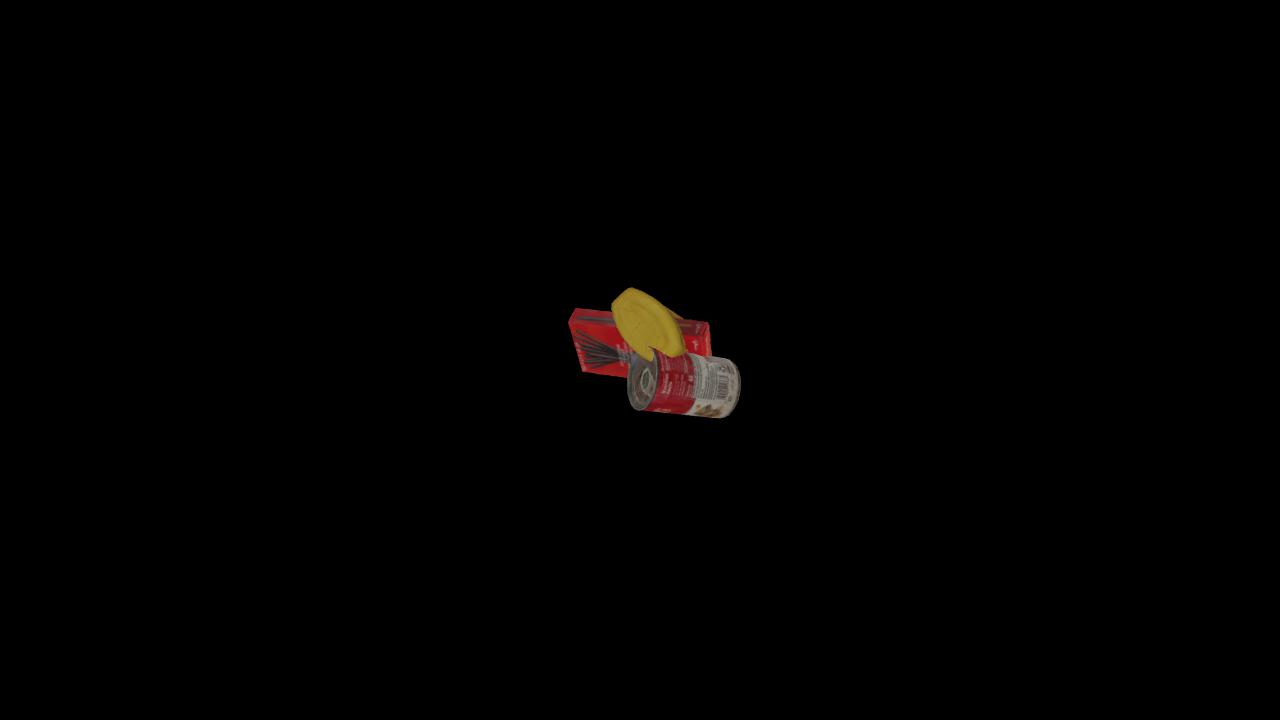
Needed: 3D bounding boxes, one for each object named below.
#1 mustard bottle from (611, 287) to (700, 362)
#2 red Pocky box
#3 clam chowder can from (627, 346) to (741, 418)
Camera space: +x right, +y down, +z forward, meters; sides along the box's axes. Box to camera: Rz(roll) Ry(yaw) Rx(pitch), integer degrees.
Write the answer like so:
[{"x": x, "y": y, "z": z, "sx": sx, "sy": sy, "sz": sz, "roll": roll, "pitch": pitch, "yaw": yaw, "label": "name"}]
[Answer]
[{"x": 0.030, "y": -0.030, "z": 0.708, "sx": 0.092, "sy": 0.054, "sz": 0.184, "roll": 44, "pitch": 9, "yaw": 13, "label": "mustard bottle"}, {"x": 0.001, "y": -0.013, "z": 0.681, "sx": 0.155, "sy": 0.083, "sz": 0.028, "roll": 7, "pitch": 47, "yaw": 18, "label": "red Pocky box"}, {"x": 0.046, "y": 0.024, "z": 0.646, "sx": 0.102, "sy": 0.068, "sz": 0.068, "roll": 8, "pitch": -3, "yaw": -25, "label": "clam chowder can"}]
